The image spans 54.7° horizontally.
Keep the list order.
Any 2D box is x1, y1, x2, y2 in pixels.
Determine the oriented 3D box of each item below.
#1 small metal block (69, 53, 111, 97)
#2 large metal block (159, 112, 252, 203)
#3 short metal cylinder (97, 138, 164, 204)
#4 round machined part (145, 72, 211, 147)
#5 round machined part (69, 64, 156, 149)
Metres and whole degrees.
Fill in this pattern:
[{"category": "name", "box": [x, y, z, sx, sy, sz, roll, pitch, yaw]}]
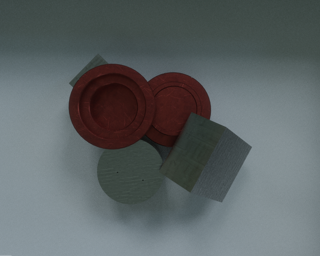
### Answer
[{"category": "small metal block", "box": [-0.083, -0.063, 0.396, 0.025, 0.050, 0.050, 44, 90, -1]}, {"category": "large metal block", "box": [0.058, 0.038, 0.376, 0.050, 0.080, 0.080, 28, 89, 40]}, {"category": "short metal cylinder", "box": [-0.035, 0.052, 0.397, 0.081, 0.050, 0.079, 0, 90, -1]}, {"category": "round machined part", "box": [0.017, -0.024, 0.400, 0.099, 0.042, 0.097, 0, 90, -1]}, {"category": "round machined part", "box": [-0.054, -0.025, 0.371, 0.099, 0.042, 0.097, 0, 90, -1]}]
